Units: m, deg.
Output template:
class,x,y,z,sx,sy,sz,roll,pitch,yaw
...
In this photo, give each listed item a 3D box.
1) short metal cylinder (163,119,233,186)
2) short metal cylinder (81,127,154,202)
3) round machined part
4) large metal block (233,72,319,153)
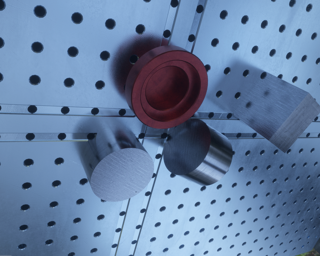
class,x,y,z,sx,sy,sz,roll,pitch,yaw
short metal cylinder,0.051,0.034,0.424,0.050,0.080,0.080,30,102,-38
short metal cylinder,-0.054,0.046,0.394,0.081,0.050,0.079,-14,124,-21
round machined part,0.005,-0.051,0.371,0.099,0.042,0.097,-14,124,-21
large metal block,0.169,-0.024,0.453,0.050,0.080,0.080,30,102,-38
